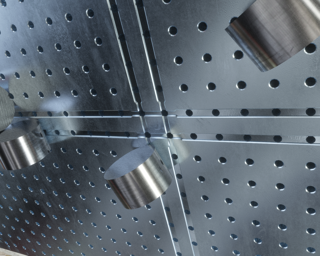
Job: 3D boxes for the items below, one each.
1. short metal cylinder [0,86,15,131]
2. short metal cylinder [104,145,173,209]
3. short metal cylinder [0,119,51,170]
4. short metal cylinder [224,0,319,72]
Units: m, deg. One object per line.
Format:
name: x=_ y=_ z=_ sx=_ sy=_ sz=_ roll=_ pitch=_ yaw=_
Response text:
short metal cylinder: x=-0.290 y=-0.030 z=0.507 sx=0.050 sy=0.080 sz=0.080 roll=-4 pitch=116 yaw=30
short metal cylinder: x=-0.030 y=0.067 z=0.431 sx=0.080 sy=0.080 sz=0.050 roll=-20 pitch=108 yaw=35
short metal cylinder: x=-0.229 y=0.026 z=0.509 sx=0.080 sy=0.080 sz=0.050 roll=1 pitch=119 yaw=27
short metal cylinder: x=0.103 y=-0.093 z=0.263 sx=0.050 sy=0.080 sz=0.080 roll=48 pitch=129 yaw=-5
